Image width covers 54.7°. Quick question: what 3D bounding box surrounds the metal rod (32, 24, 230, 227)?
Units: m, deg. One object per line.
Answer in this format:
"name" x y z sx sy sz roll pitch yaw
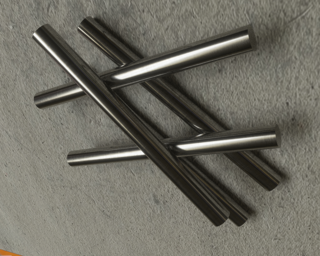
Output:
"metal rod" -0.029 0.001 0.358 0.300 0.025 0.025 46 129 -5

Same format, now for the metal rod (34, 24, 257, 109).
"metal rod" -0.042 -0.060 0.360 0.300 0.025 0.025 -10 114 32

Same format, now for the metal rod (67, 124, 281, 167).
"metal rod" -0.005 0.028 0.395 0.300 0.025 0.025 -9 114 31

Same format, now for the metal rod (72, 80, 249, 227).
"metal rod" 0.001 0.026 0.421 0.300 0.025 0.025 42 129 -1

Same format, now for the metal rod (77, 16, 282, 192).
"metal rod" 0.023 -0.029 0.376 0.300 0.025 0.025 40 129 0
